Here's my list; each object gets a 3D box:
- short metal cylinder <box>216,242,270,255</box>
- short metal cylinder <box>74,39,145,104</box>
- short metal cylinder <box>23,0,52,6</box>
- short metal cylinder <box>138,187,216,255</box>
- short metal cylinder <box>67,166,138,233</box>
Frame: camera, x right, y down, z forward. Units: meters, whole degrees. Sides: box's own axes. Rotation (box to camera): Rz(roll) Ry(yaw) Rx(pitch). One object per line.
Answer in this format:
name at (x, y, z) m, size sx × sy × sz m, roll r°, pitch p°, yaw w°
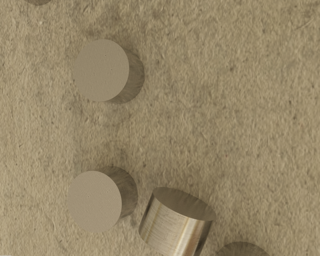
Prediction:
short metal cylinder at (0.097, 0.182, 0.361) m, size 0.080 × 0.050 × 0.079 m, roll 0°, pitch 90°, yaw 19°
short metal cylinder at (-0.067, -0.074, 0.418) m, size 0.080 × 0.050 × 0.079 m, roll 0°, pitch 90°, yaw 19°
short metal cylinder at (-0.196, -0.232, 0.463) m, size 0.080 × 0.050 × 0.079 m, roll 0°, pitch 90°, yaw 19°
short metal cylinder at (0.020, 0.112, 0.372) m, size 0.080 × 0.080 × 0.050 m, roll 23°, pitch 98°, yaw 18°
short metal cylinder at (-0.077, 0.095, 0.422) m, size 0.080 × 0.050 × 0.079 m, roll 0°, pitch 90°, yaw 19°
